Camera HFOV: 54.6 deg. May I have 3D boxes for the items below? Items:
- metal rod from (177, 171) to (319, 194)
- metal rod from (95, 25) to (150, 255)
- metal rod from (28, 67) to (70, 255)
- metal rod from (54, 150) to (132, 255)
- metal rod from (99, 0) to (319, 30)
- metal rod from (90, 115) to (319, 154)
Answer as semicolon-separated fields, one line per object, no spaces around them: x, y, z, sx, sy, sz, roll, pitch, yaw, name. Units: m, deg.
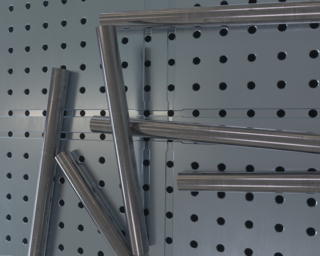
0.167;0.062;0.353;0.301;0.025;0.025;-3;89;20;metal rod
-0.047;0.021;0.405;0.025;0.025;0.298;-6;97;20;metal rod
-0.171;0.059;0.473;0.025;0.025;0.298;10;93;20;metal rod
-0.061;0.159;0.434;0.025;0.025;0.299;-39;78;16;metal rod
0.062;-0.141;0.391;0.301;0.025;0.025;5;92;20;metal rod
0.047;0.006;0.396;0.301;0.025;0.025;5;92;20;metal rod
